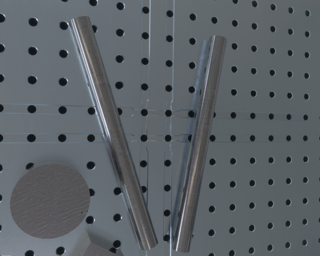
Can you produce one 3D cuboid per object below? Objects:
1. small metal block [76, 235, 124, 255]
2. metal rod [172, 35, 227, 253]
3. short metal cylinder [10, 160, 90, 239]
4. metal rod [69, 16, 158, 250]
[{"bbox_3d":[-0.079,0.170,0.384,0.050,0.025,0.050,34,79,-17],"label":"small metal block"},{"bbox_3d":[0.056,0.019,0.432,0.025,0.025,0.298,12,86,-20],"label":"metal rod"},{"bbox_3d":[-0.124,0.078,0.354,0.081,0.050,0.080,0,90,-20],"label":"short metal cylinder"},{"bbox_3d":[-0.056,0.011,0.391,0.025,0.025,0.298,-18,96,-19],"label":"metal rod"}]
